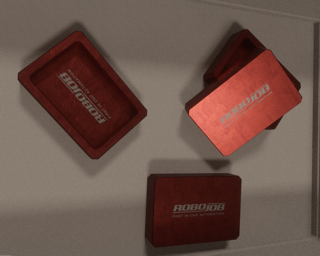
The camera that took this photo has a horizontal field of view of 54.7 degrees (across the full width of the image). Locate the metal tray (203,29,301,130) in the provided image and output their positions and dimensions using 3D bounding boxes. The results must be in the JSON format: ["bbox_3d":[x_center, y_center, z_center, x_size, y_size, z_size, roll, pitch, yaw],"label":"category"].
[{"bbox_3d":[0.139,-0.069,0.460,0.130,0.030,0.090,39,77,-16],"label":"metal tray"}]

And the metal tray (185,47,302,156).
[{"bbox_3d":[0.111,-0.034,0.420,0.130,0.030,0.090,-39,109,9],"label":"metal tray"}]

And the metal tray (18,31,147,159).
[{"bbox_3d":[-0.090,-0.038,0.375,0.090,0.030,0.130,-43,104,-15],"label":"metal tray"}]

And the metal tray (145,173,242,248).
[{"bbox_3d":[0.048,0.109,0.427,0.131,0.030,0.089,3,89,-21],"label":"metal tray"}]
